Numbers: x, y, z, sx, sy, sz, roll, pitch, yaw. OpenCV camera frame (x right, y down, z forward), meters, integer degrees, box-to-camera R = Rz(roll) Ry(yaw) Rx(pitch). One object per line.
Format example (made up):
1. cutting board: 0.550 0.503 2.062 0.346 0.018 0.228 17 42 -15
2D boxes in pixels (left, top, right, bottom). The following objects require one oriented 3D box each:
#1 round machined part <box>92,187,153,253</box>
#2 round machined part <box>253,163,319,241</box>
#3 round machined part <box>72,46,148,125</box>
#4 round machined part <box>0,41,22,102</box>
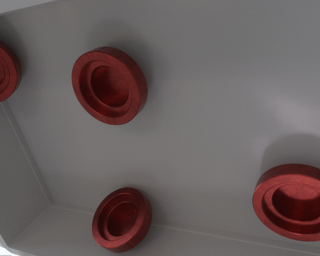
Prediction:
1. round machined part: -0.054 0.147 0.488 0.098 0.098 0.042 -6 140 31
2. round machined part: 0.163 0.081 0.362 0.098 0.042 0.097 13 124 21
3. round machined part: -0.059 -0.056 0.394 0.098 0.042 0.097 13 124 21
4. round machined part: -0.257 -0.088 0.461 0.099 0.042 0.097 -2 115 -4
